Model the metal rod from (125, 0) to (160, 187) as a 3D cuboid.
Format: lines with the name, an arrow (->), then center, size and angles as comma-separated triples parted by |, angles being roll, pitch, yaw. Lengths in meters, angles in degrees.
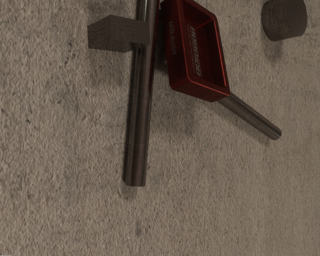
metal rod -> -0.019, -0.078, 0.390 | 0.025, 0.025, 0.298 | 7, 85, -40

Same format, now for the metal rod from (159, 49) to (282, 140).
metal rod -> 0.115, -0.043, 0.503 | 0.301, 0.025, 0.025 | 27, 73, -37

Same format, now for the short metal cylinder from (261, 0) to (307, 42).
short metal cylinder -> 0.238, -0.210, 0.591 | 0.081, 0.050, 0.079 | 0, 90, -40

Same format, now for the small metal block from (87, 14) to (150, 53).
small metal block -> -0.047, -0.105, 0.350 | 0.050, 0.050, 0.025 | -4, 93, -40

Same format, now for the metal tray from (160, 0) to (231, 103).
metal tray -> 0.048, -0.106, 0.415 | 0.091, 0.030, 0.129 | 11, 66, -44
